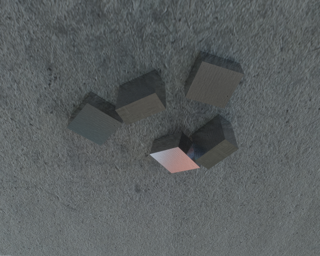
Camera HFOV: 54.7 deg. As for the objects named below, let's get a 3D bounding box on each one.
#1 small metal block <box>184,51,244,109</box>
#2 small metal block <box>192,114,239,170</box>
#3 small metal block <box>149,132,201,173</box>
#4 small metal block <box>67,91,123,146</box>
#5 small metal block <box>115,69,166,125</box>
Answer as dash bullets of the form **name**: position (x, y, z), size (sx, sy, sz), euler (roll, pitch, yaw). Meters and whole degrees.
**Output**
- **small metal block**: position (0.061, -0.055, 0.361), size (0.050, 0.025, 0.050), euler (14, 129, -12)
- **small metal block**: position (0.071, 0.018, 0.406), size (0.025, 0.050, 0.050), euler (34, 122, -26)
- **small metal block**: position (0.023, 0.035, 0.428), size (0.050, 0.025, 0.050), euler (-18, 131, 38)
- **small metal block**: position (-0.082, -0.011, 0.397), size (0.050, 0.025, 0.050), euler (32, 123, -24)
- **small metal block**: position (-0.021, -0.036, 0.360), size (0.050, 0.050, 0.025), euler (-21, 127, 17)
